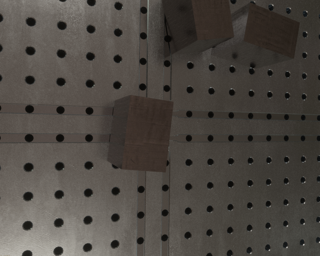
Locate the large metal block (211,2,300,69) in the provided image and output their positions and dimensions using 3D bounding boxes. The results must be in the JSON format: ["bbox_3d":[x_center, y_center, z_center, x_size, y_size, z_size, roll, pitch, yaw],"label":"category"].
[{"bbox_3d":[0.130,-0.124,0.433,0.081,0.080,0.050,12,86,-20],"label":"large metal block"}]

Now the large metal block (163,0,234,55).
[{"bbox_3d":[0.046,-0.145,0.401,0.050,0.080,0.079,-11,94,-20],"label":"large metal block"}]

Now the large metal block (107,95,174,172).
[{"bbox_3d":[-0.026,0.007,0.375,0.050,0.080,0.080,7,88,-20],"label":"large metal block"}]
